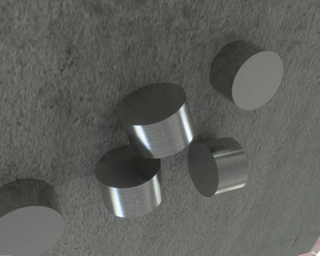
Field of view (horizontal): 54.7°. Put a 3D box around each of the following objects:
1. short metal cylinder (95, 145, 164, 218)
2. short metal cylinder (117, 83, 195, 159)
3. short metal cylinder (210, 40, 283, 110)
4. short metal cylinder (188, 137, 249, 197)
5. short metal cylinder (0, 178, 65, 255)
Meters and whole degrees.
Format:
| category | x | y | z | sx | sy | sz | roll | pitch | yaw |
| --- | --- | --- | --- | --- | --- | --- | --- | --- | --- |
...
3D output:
| category | x | y | z | sx | sy | sz | roll | pitch | yaw |
| --- | --- | --- | --- | --- | --- | --- | --- | --- | --- |
| short metal cylinder | -0.037 | 0.066 | 0.393 | 0.081 | 0.080 | 0.050 | -18 | 126 | -18 |
| short metal cylinder | -0.003 | -0.010 | 0.364 | 0.080 | 0.080 | 0.050 | -28 | 128 | -11 |
| short metal cylinder | 0.114 | -0.070 | 0.412 | 0.081 | 0.050 | 0.079 | -14 | 125 | -21 |
| short metal cylinder | 0.083 | 0.056 | 0.453 | 0.050 | 0.080 | 0.079 | -9 | 122 | -24 |
| short metal cylinder | -0.160 | 0.108 | 0.370 | 0.081 | 0.050 | 0.079 | -14 | 125 | -21 |
